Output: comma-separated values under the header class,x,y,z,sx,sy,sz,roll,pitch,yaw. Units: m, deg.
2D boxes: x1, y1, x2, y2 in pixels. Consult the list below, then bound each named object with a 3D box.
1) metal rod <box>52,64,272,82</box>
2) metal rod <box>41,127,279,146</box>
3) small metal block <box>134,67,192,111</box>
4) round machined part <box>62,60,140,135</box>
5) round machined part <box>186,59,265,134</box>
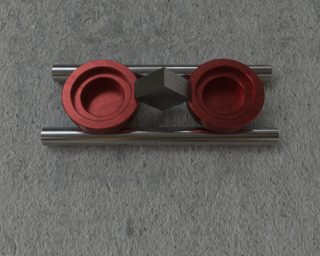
class,x,y,z,sx,sy,sz,roll,pitch,yaw
metal rod,0.003,-0.077,0.437,0.302,0.025,0.025,0,70,0
metal rod,0.000,0.011,0.405,0.302,0.025,0.025,0,70,0
small metal block,0.004,-0.047,0.385,0.050,0.050,0.025,-18,63,40
round machined part,-0.074,-0.037,0.409,0.099,0.042,0.098,0,70,0
round machined part,0.083,-0.039,0.409,0.099,0.042,0.098,0,70,0
